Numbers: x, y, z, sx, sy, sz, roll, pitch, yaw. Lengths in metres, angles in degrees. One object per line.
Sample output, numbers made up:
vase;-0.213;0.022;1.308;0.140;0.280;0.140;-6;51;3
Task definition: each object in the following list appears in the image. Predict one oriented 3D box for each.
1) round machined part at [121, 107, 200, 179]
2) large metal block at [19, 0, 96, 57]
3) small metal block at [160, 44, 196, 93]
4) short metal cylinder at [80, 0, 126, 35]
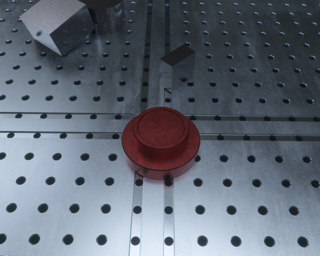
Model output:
round machined part;0.001;0.011;0.387;0.099;0.042;0.098;0;50;0
large metal block;-0.174;-0.181;0.531;0.080;0.050;0.080;33;70;24
small metal block;0.026;-0.090;0.467;0.025;0.050;0.050;38;59;27
short metal cylinder;-0.106;-0.217;0.572;0.081;0.050;0.080;0;50;0
